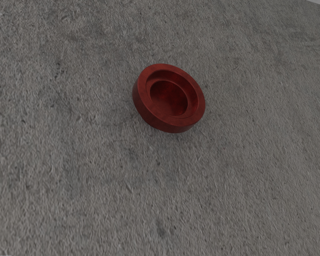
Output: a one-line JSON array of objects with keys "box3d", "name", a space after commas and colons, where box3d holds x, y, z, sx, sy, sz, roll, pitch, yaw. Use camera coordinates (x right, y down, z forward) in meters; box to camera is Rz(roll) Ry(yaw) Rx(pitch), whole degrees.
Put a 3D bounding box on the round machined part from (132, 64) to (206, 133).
[{"box3d": [0.009, -0.035, 0.419, 0.099, 0.042, 0.098, 13, 56, -21], "name": "round machined part"}]
